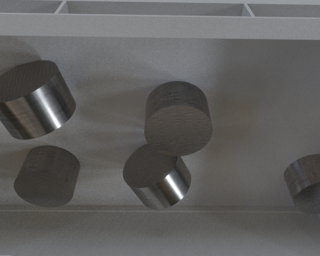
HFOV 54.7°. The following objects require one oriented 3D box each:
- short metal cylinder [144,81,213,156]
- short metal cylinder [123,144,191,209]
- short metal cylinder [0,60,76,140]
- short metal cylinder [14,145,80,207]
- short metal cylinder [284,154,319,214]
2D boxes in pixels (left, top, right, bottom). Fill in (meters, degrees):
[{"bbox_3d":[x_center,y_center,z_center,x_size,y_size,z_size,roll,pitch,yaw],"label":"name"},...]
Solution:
[{"bbox_3d":[0.022,-0.011,0.384,0.081,0.050,0.079,0,130,0],"label":"short metal cylinder"},{"bbox_3d":[-0.004,0.064,0.427,0.080,0.080,0.050,-19,128,15],"label":"short metal cylinder"},{"bbox_3d":[-0.142,-0.033,0.344,0.080,0.080,0.050,-10,129,8],"label":"short metal cylinder"},{"bbox_3d":[-0.162,0.071,0.452,0.081,0.050,0.079,0,130,0],"label":"short metal cylinder"},{"bbox_3d":[0.236,0.085,0.467,0.080,0.050,0.079,0,130,0],"label":"short metal cylinder"}]
